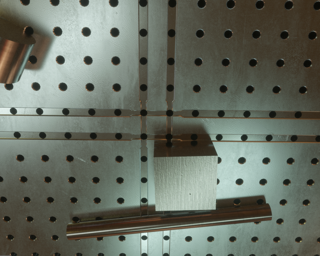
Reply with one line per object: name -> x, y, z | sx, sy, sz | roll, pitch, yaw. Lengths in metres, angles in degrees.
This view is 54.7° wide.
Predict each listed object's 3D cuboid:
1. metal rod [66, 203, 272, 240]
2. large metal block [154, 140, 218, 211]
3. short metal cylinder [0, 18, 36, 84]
metal rod -> 0.012, 0.141, 0.465 | 0.302, 0.025, 0.025 | -6, 110, 2
large metal block -> 0.033, 0.064, 0.424 | 0.080, 0.050, 0.079 | -1, 110, 0
short metal cylinder -> -0.190, -0.092, 0.348 | 0.080, 0.080, 0.050 | 28, 108, -10
